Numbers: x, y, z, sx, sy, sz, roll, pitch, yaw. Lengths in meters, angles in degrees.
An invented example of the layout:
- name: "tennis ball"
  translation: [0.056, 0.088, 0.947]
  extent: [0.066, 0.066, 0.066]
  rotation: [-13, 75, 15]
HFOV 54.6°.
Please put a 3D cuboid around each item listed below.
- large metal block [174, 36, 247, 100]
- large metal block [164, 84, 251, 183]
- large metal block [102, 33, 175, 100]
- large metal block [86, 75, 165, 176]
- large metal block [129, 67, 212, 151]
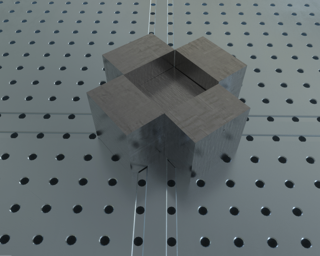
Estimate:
- name: "large metal block"
  translation: [0.064, -0.065, 0.428]
  extent: [0.050, 0.080, 0.080]
  rotation: [-31, 57, -24]
- name: "large metal block"
  translation: [0.053, 0.007, 0.368]
  extent: [0.080, 0.080, 0.050]
  rotation: [-30, 56, -23]
- name: "large metal block"
  translation: [-0.027, -0.073, 0.434]
  extent: [0.080, 0.080, 0.050]
  rotation: [-31, 57, -24]
- name: "large metal block"
  translation: [-0.039, -0.003, 0.374]
  extent: [0.050, 0.080, 0.080]
  rotation: [-32, 57, -24]
- name: "large metal block"
  translation: [0.014, -0.025, 0.411]
  extent: [0.080, 0.050, 0.080]
  rotation: [-32, 56, -22]
